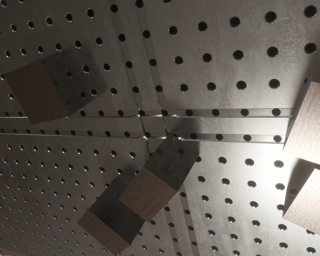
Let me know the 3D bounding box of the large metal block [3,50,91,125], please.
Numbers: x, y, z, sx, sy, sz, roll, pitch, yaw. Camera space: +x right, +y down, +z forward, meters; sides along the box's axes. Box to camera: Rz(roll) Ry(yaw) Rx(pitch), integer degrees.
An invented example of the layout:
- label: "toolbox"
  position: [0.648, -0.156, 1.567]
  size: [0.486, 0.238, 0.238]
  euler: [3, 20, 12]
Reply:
- label: "large metal block"
  position: [-0.159, -0.057, 0.442]
  size: [0.080, 0.050, 0.080]
  euler: [-9, 114, 31]

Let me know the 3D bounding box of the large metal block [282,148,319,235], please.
- label: "large metal block"
  position: [0.193, 0.075, 0.340]
  size: [0.080, 0.050, 0.079]
  euler: [23, 127, 14]

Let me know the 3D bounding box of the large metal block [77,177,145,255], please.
- label: "large metal block"
  position: [-0.070, 0.140, 0.497]
  size: [0.080, 0.080, 0.050]
  euler: [41, 129, 0]

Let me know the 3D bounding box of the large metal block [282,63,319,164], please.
- label: "large metal block"
  position: [0.174, -0.008, 0.298]
  size: [0.080, 0.050, 0.079]
  euler: [18, 126, 17]

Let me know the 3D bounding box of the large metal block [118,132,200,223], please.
- label: "large metal block"
  position: [-0.001, 0.065, 0.415]
  size: [0.050, 0.080, 0.080]
  euler: [37, 129, 3]
